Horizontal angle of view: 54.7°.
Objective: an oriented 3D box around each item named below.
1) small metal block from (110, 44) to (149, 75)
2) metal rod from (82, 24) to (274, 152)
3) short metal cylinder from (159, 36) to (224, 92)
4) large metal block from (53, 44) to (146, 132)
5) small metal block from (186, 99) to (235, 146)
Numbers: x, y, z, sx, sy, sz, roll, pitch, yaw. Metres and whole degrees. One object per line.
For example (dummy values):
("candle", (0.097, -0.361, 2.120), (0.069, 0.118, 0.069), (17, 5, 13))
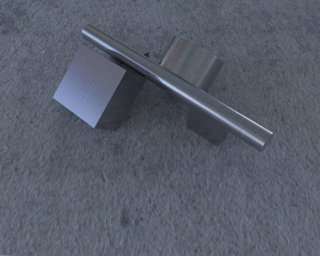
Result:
("small metal block", (-0.044, -0.090, 0.464), (0.050, 0.050, 0.025), (-32, 57, -24))
("metal rod", (0.004, -0.063, 0.393), (0.300, 0.025, 0.025), (36, 58, 26))
("short metal cylinder", (0.042, -0.086, 0.434), (0.080, 0.080, 0.050), (32, 98, 23))
("large metal block", (-0.080, -0.051, 0.408), (0.080, 0.050, 0.080), (33, 98, 24))
("small metal block", (0.063, -0.012, 0.396), (0.050, 0.050, 0.025), (33, 58, 24))
